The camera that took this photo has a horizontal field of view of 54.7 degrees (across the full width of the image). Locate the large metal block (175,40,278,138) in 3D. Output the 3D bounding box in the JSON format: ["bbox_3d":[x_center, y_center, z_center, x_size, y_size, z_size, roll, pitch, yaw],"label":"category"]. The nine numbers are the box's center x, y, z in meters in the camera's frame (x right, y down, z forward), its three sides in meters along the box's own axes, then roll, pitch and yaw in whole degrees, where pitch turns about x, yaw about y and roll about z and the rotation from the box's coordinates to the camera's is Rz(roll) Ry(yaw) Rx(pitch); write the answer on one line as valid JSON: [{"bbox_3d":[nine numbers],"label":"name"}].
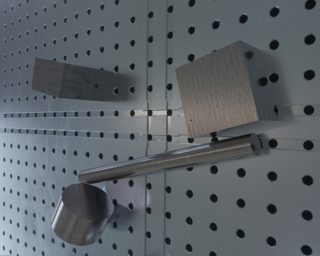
[{"bbox_3d":[0.070,-0.037,0.335,0.080,0.050,0.080,-17,79,38],"label":"large metal block"}]

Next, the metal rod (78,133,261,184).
[{"bbox_3d":[-0.012,0.050,0.419,0.300,0.025,0.025,-16,80,38],"label":"metal rod"}]

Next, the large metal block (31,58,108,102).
[{"bbox_3d":[-0.143,-0.076,0.492,0.080,0.081,0.050,18,101,38],"label":"large metal block"}]

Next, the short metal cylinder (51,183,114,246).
[{"bbox_3d":[-0.117,0.129,0.470,0.080,0.081,0.050,40,114,33],"label":"short metal cylinder"}]
